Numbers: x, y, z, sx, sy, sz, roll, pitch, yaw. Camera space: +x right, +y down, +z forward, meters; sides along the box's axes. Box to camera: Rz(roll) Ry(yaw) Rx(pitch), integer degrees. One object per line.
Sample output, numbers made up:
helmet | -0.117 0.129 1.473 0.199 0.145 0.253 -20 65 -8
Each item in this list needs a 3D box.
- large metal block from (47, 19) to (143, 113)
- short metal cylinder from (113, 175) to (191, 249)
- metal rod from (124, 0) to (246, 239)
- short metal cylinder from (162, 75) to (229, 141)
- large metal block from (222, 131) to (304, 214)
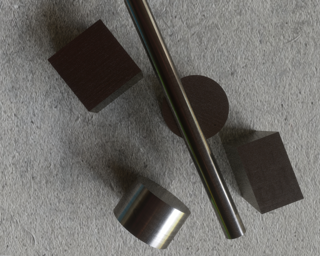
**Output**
large metal block | -0.079 -0.076 0.397 0.080 0.050 0.080 -38 90 0
short metal cylinder | -0.010 0.102 0.383 0.080 0.080 0.050 34 90 0
metal rod | 0.029 -0.014 0.360 0.025 0.025 0.299 -23 90 0
short metal cylinder | 0.043 -0.024 0.398 0.081 0.050 0.080 0 90 0
large metal block | 0.122 0.050 0.384 0.050 0.080 0.080 -21 90 0
